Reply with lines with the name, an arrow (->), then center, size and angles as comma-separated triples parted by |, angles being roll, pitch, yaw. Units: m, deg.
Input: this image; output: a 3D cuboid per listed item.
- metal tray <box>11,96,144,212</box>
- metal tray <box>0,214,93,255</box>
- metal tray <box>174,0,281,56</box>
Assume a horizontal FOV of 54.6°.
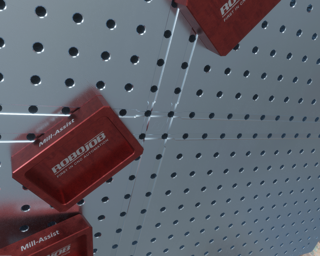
metal tray -> -0.096, 0.034, 0.375 | 0.130, 0.030, 0.090 | -37, 129, -4
metal tray -> -0.155, 0.181, 0.414 | 0.131, 0.030, 0.089 | -18, 127, -35
metal tray -> 0.090, -0.160, 0.358 | 0.130, 0.030, 0.090 | -45, 129, 3
